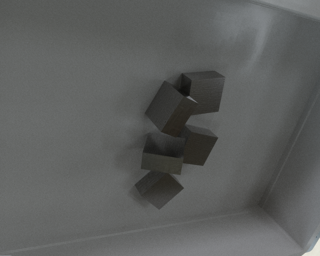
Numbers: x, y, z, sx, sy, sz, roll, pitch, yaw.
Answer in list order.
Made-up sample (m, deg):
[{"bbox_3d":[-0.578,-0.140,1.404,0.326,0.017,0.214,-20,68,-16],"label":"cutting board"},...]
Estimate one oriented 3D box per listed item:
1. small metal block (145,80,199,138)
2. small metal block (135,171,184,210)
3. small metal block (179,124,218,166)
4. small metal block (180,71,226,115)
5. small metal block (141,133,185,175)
[{"bbox_3d":[0.013,-0.024,0.384,0.025,0.050,0.050,22,107,-36],"label":"small metal block"},{"bbox_3d":[0.000,0.087,0.462,0.050,0.025,0.050,-42,130,0],"label":"small metal block"},{"bbox_3d":[0.049,0.025,0.451,0.050,0.025,0.050,12,112,-33],"label":"small metal block"},{"bbox_3d":[0.054,-0.046,0.409,0.050,0.025,0.050,-9,122,-24],"label":"small metal block"},{"bbox_3d":[0.005,0.033,0.403,0.050,0.050,0.025,9,118,3],"label":"small metal block"}]
